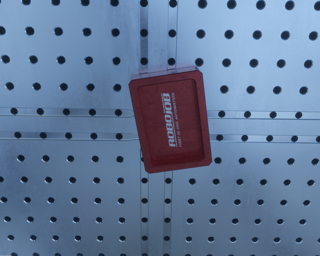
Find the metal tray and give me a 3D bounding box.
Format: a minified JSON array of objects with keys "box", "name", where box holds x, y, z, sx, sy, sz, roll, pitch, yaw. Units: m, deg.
[{"box":[0.016,-0.009,0.407,0.090,0.030,0.129,-8,110,3],"name":"metal tray"}]
